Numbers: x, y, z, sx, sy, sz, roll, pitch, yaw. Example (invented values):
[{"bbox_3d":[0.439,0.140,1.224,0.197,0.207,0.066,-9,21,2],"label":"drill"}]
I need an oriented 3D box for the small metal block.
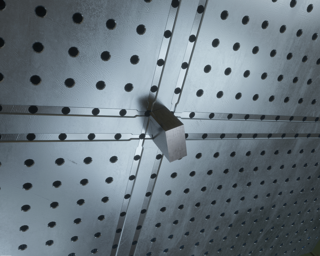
[{"bbox_3d":[0.010,0.008,0.405,0.025,0.050,0.050,-21,127,-16],"label":"small metal block"}]
